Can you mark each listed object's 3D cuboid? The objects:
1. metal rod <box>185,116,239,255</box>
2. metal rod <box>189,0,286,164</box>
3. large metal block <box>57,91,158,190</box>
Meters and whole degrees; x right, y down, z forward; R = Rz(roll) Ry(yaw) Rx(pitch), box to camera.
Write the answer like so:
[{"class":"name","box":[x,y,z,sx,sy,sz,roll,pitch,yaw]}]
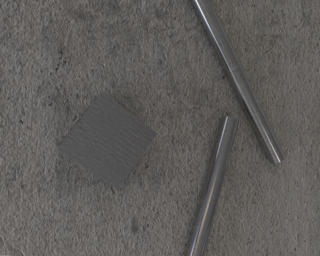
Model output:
[{"class":"metal rod","box":[0.061,0.130,0.431,0.025,0.025,0.299,18,84,-19]},{"class":"metal rod","box":[0.109,-0.080,0.448,0.025,0.025,0.299,-32,101,-17]},{"class":"large metal block","box":[-0.064,0.014,0.372,0.080,0.050,0.080,39,78,-16]}]
